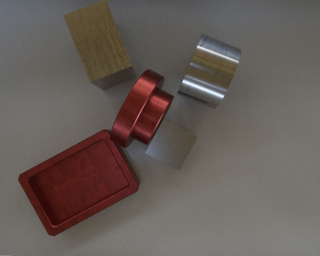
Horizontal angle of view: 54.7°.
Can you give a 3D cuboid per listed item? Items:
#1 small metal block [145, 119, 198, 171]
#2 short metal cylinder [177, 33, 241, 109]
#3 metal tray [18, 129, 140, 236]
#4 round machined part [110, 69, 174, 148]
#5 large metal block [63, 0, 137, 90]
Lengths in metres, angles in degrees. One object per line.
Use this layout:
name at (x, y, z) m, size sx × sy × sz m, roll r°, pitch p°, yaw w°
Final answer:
small metal block at (0.015, 0.022, 0.412) m, size 0.050 × 0.025 × 0.050 m, roll 28°, pitch 90°, yaw -1°
short metal cylinder at (0.060, -0.070, 0.385) m, size 0.050 × 0.080 × 0.080 m, roll 22°, pitch 90°, yaw -1°
metal tray at (-0.103, 0.070, 0.407) m, size 0.130 × 0.030 × 0.090 m, roll -29°, pitch 90°, yaw -1°
round machined part at (-0.017, -0.018, 0.374) m, size 0.042 × 0.098 × 0.098 m, roll 28°, pitch 90°, yaw 2°
large metal block at (-0.069, -0.097, 0.383) m, size 0.050 × 0.080 × 0.080 m, roll -22°, pitch 90°, yaw 0°
